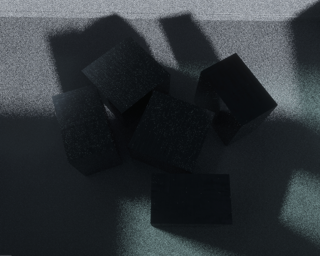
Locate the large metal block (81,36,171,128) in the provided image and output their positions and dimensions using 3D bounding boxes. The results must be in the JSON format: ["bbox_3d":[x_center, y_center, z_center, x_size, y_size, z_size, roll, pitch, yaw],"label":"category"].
[{"bbox_3d":[-0.043,-0.062,0.417,0.080,0.050,0.080,-40,75,-14],"label":"large metal block"}]

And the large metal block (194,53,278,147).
[{"bbox_3d":[0.090,-0.033,0.391,0.050,0.080,0.080,-30,73,-10],"label":"large metal block"}]

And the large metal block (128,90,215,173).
[{"bbox_3d":[0.015,0.010,0.391,0.080,0.050,0.080,21,71,7],"label":"large metal block"}]

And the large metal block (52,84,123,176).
[{"bbox_3d":[-0.085,0.006,0.376,0.050,0.080,0.080,-18,71,-7],"label":"large metal block"}]

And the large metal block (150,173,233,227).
[{"bbox_3d":[0.031,0.084,0.349,0.081,0.080,0.050,1,70,0],"label":"large metal block"}]
